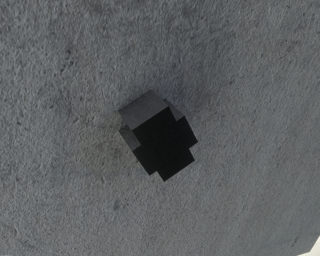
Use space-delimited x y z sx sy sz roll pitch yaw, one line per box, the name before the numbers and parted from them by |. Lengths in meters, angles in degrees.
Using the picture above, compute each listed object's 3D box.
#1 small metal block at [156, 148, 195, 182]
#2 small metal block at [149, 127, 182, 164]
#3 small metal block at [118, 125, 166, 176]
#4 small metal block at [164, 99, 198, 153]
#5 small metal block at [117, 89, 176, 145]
small metal block | 0.011 0.037 0.422 0.050 0.050 0.025 -34 129 -6
small metal block | -0.003 0.011 0.398 0.025 0.050 0.050 -35 129 -6
small metal block | -0.023 0.025 0.395 0.025 0.050 0.050 -35 129 -6
small metal block | 0.018 -0.003 0.401 0.025 0.050 0.050 -35 129 -5
small metal block | -0.017 -0.015 0.375 0.050 0.050 0.025 -34 129 -6
